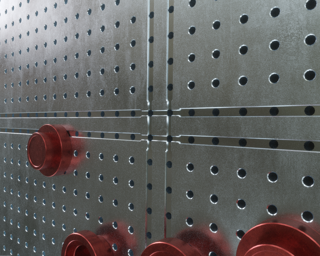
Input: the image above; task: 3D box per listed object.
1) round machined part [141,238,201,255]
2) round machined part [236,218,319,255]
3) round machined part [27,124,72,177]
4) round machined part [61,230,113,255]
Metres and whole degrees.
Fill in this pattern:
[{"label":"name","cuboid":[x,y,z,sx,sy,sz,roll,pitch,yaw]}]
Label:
[{"label":"round machined part","cuboid":[0.022,0.184,0.381,0.098,0.042,0.097,0,90,40]},{"label":"round machined part","cuboid":[0.118,0.142,0.301,0.098,0.042,0.097,0,90,40]},{"label":"round machined part","cuboid":[-0.210,0.042,0.574,0.098,0.042,0.097,0,90,40]},{"label":"round machined part","cuboid":[-0.111,0.211,0.492,0.098,0.042,0.097,0,90,40]}]
